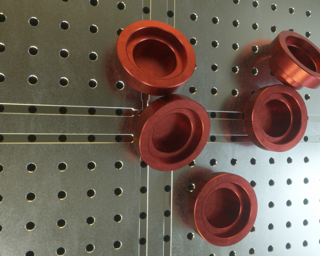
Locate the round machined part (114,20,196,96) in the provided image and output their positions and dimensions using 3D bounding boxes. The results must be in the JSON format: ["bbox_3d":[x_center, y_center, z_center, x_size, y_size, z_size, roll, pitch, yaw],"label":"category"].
[{"bbox_3d":[-0.009,-0.082,0.388,0.099,0.042,0.098,7,64,-15],"label":"round machined part"}]

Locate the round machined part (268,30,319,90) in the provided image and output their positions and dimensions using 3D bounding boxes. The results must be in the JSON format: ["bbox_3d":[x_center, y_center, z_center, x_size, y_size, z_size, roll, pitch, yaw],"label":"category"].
[{"bbox_3d":[0.203,-0.096,0.462,0.099,0.042,0.098,16,50,-20],"label":"round machined part"}]

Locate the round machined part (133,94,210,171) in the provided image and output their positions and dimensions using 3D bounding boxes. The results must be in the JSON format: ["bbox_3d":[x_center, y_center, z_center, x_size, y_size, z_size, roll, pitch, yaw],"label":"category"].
[{"bbox_3d":[0.011,0.003,0.395,0.099,0.042,0.097,-12,119,-23],"label":"round machined part"}]

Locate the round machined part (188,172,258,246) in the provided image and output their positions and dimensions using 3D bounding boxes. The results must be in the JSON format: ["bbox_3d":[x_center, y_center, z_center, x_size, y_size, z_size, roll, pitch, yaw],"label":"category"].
[{"bbox_3d":[0.083,0.110,0.434,0.099,0.042,0.097,0,90,-20],"label":"round machined part"}]

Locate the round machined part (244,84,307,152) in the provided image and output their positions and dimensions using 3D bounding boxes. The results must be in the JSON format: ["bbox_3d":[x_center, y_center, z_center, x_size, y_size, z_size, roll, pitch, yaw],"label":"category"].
[{"bbox_3d":[0.167,-0.015,0.464,0.099,0.042,0.097,-1,91,-20],"label":"round machined part"}]
